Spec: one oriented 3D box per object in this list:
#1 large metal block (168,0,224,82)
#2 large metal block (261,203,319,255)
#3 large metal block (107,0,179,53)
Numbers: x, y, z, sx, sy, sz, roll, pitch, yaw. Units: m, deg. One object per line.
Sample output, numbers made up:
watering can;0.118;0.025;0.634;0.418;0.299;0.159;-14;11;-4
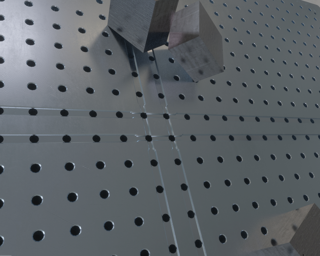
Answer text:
large metal block;0.058;-0.132;0.481;0.080;0.050;0.080;41;43;-42
large metal block;0.191;0.158;0.398;0.081;0.050;0.080;-32;80;-38
large metal block;-0.026;-0.171;0.451;0.080;0.080;0.050;41;50;19
